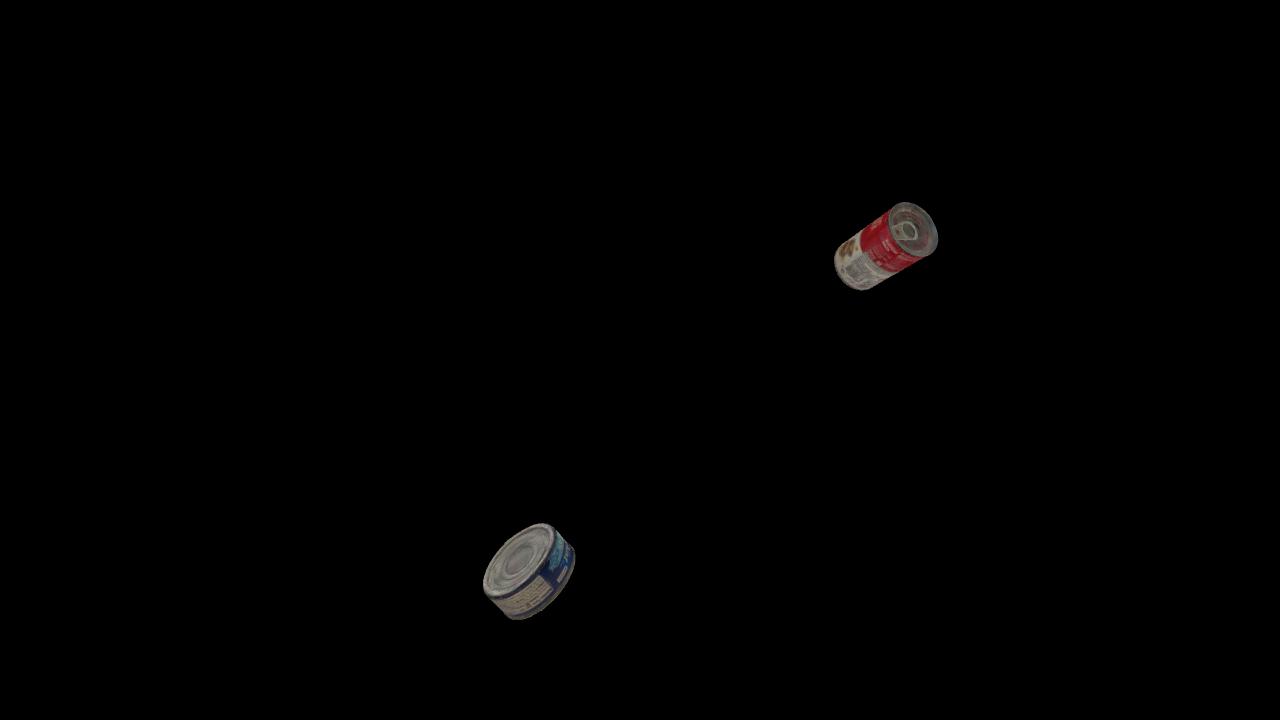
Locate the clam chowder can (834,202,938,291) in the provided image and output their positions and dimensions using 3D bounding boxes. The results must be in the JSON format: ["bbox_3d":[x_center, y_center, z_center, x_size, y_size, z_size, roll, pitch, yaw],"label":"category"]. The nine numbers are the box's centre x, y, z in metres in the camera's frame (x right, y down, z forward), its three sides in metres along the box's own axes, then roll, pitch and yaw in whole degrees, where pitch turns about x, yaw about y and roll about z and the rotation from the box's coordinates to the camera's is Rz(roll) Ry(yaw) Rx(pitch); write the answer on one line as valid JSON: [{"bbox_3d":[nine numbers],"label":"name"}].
[{"bbox_3d":[0.287,-0.131,0.727,0.068,0.068,0.102,0,-17,-20],"label":"clam chowder can"}]

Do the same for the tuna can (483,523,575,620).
[{"bbox_3d":[-0.103,0.192,0.568,0.084,0.034,0.084,-30,22,14],"label":"tuna can"}]
